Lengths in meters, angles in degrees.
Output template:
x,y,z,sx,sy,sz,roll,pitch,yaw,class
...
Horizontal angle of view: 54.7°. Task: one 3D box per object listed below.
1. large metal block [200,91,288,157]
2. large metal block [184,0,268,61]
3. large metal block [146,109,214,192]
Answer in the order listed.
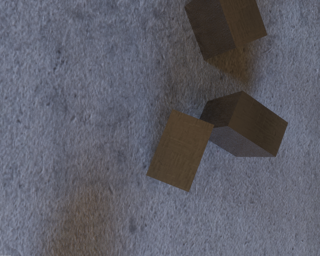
x,y,z,sx,sy,sz,roll,pitch,yaw,class
0.107,-0.001,0.418,0.080,0.080,0.050,31,74,-18,large metal block
0.085,-0.143,0.412,0.050,0.080,0.080,-25,99,-19,large metal block
0.023,0.029,0.383,0.050,0.080,0.080,21,83,3,large metal block
